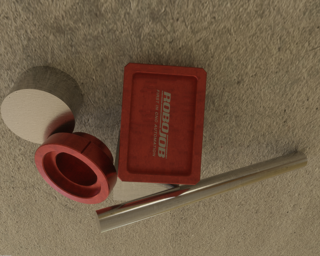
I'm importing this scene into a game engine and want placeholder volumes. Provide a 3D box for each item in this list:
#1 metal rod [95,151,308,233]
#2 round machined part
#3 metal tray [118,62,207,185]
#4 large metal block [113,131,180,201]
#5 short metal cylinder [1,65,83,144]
[{"bbox_3d":[0.069,0.074,0.396,0.303,0.025,0.025,-12,134,-23],"label":"metal rod"},{"bbox_3d":[-0.096,0.043,0.375,0.098,0.042,0.097,12,131,15],"label":"round machined part"},{"bbox_3d":[0.002,-0.004,0.352,0.091,0.030,0.129,4,90,-4],"label":"metal tray"},{"bbox_3d":[-0.018,0.051,0.415,0.081,0.080,0.050,4,130,-4],"label":"large metal block"},{"bbox_3d":[-0.137,-0.027,0.368,0.081,0.050,0.079,0,130,0],"label":"short metal cylinder"}]
